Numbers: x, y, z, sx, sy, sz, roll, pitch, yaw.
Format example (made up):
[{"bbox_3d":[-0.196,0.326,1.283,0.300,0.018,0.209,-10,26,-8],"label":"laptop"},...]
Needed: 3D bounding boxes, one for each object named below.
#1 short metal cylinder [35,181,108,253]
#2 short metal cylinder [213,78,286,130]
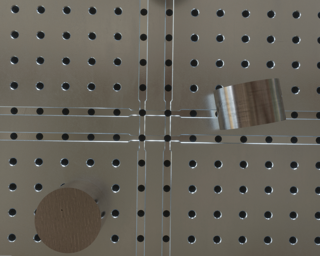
[{"bbox_3d":[-0.111,0.112,0.400,0.081,0.050,0.079,0,90,-1],"label":"short metal cylinder"},{"bbox_3d":[0.111,-0.029,0.387,0.080,0.080,0.050,-10,90,0],"label":"short metal cylinder"}]
